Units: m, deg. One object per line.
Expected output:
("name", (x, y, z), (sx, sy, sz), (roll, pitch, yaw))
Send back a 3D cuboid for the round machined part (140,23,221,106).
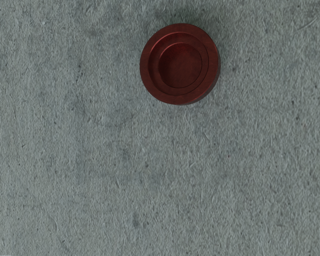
("round machined part", (0.028, -0.077, 0.390), (0.098, 0.042, 0.097), (0, 90, 20))
